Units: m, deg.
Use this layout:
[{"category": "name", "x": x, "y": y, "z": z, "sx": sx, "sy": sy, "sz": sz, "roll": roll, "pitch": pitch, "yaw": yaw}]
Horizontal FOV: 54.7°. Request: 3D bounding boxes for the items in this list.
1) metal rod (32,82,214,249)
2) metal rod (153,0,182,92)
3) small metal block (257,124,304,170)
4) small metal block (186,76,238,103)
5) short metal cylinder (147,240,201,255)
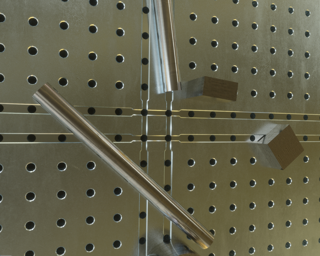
[{"category": "metal rod", "x": -0.037, "y": 0.057, "z": 0.399, "sx": 0.300, "sy": 0.025, "sz": 0.025, "roll": 45, "pitch": 76, "yaw": -15}, {"category": "metal rod", "x": 0.000, "y": -0.198, "z": 0.412, "sx": 0.025, "sy": 0.025, "sz": 0.298, "roll": -8, "pitch": 93, "yaw": -20}, {"category": "small metal block", "x": 0.188, "y": 0.029, "z": 0.482, "sx": 0.050, "sy": 0.025, "sz": 0.050, "roll": -38, "pitch": 102, "yaw": -16}, {"category": "small metal block", "x": 0.070, "y": -0.051, "z": 0.425, "sx": 0.050, "sy": 0.050, "sz": 0.025, "roll": 7, "pitch": 88, "yaw": -20}, {"category": "short metal cylinder", "x": 0.023, "y": 0.196, "z": 0.408, "sx": 0.081, "sy": 0.050, "sz": 0.080, "roll": 0, "pitch": 90, "yaw": -20}]
